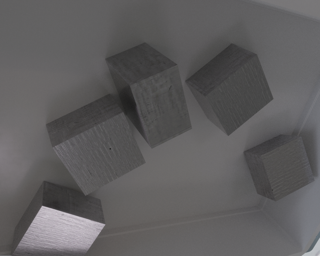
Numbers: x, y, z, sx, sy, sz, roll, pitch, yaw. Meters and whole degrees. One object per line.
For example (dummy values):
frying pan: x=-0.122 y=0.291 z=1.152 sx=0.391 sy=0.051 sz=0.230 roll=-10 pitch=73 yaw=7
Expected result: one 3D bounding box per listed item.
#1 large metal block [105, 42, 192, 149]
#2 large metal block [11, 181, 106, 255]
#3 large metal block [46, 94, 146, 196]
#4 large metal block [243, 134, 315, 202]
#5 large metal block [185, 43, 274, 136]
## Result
large metal block: x=-0.013 y=-0.038 z=0.342 sx=0.050 sy=0.080 sz=0.080 roll=-26 pitch=128 yaw=-12
large metal block: x=-0.128 y=0.124 z=0.391 sx=0.080 sy=0.050 sz=0.080 roll=27 pitch=103 yaw=-27
large metal block: x=-0.073 y=0.019 z=0.364 sx=0.080 sy=0.050 sz=0.080 roll=-28 pitch=128 yaw=-11
large metal block: x=0.199 y=0.064 z=0.520 sx=0.081 sy=0.050 sz=0.080 roll=-22 pitch=99 yaw=-15
large metal block: x=0.093 y=-0.050 z=0.412 sx=0.080 sy=0.050 sz=0.080 roll=-39 pitch=129 yaw=-2
